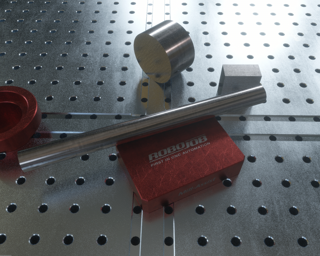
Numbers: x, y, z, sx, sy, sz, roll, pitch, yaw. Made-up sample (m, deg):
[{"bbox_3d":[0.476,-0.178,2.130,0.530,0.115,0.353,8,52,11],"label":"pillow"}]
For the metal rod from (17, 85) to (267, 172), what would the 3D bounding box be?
[{"bbox_3d":[-0.009,-0.004,0.371,0.302,0.025,0.025,-16,52,-14],"label":"metal rod"}]

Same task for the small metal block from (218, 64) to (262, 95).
[{"bbox_3d":[0.113,-0.064,0.447,0.050,0.050,0.025,0,50,-1],"label":"small metal block"}]

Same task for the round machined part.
[{"bbox_3d":[-0.203,-0.006,0.399,0.099,0.042,0.098,0,50,0],"label":"round machined part"}]

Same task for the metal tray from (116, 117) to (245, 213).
[{"bbox_3d":[0.023,0.035,0.375,0.131,0.030,0.090,-20,53,-16],"label":"metal tray"}]

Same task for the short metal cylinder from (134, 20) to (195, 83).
[{"bbox_3d":[0.006,-0.115,0.469,0.050,0.080,0.080,-37,60,-27],"label":"short metal cylinder"}]
